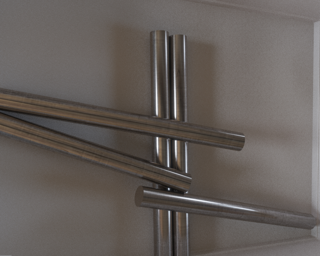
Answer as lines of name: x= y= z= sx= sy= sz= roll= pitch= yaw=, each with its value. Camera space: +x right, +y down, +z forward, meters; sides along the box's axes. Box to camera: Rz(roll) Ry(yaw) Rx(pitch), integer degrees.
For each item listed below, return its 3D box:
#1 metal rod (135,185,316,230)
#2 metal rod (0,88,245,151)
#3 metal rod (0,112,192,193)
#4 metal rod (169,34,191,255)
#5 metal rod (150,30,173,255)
metal rod: x=0.107 y=0.115 z=0.432 sx=0.302 sy=0.025 sz=0.025 roll=15 pitch=85 yaw=-25
metal rod: x=-0.039 y=-0.007 z=0.375 sx=0.302 sy=0.025 sz=0.025 roll=10 pitch=87 yaw=-13
metal rod: x=-0.103 y=0.021 z=0.358 sx=0.302 sy=0.025 sz=0.025 roll=20 pitch=83 yaw=-14
metal rod: x=0.026 y=0.026 z=0.418 sx=0.025 sy=0.025 sz=0.298 roll=-1 pitch=91 yaw=-20
metal rod: x=0.002 y=0.024 z=0.409 sx=0.025 sy=0.025 sz=0.298 roll=-1 pitch=91 yaw=-20
